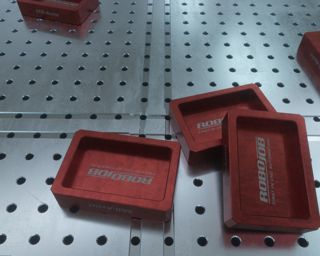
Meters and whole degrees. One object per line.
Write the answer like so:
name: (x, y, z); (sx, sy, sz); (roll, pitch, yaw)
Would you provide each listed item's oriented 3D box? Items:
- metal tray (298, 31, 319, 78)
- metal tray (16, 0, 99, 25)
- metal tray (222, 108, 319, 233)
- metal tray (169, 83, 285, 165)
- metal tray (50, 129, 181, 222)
metal tray: (0.297, -0.109, 0.500); (0.091, 0.030, 0.130); (-6, 50, -6)
metal tray: (-0.199, -0.250, 0.611); (0.131, 0.030, 0.090); (14, 51, 10)
metal tray: (0.118, 0.044, 0.343); (0.091, 0.030, 0.130); (5, 64, -3)
metal tray: (0.086, -0.009, 0.412); (0.131, 0.030, 0.090); (-13, 51, -11)
metal tray: (-0.046, 0.052, 0.359); (0.131, 0.030, 0.090); (7, 50, 5)
